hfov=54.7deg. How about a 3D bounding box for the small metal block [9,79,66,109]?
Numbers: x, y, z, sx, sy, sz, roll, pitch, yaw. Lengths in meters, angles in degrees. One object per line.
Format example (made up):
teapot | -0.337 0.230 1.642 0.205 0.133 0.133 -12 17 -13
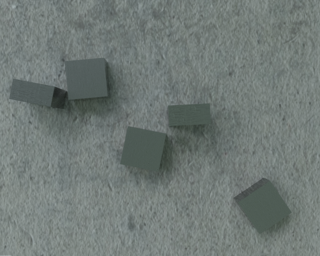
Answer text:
small metal block | -0.153 -0.042 0.395 0.050 0.050 0.025 11 90 -1

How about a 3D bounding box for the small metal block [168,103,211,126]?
small metal block | 0.036 -0.016 0.398 0.050 0.050 0.025 -3 90 -1

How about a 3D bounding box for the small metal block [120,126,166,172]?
small metal block | -0.022 0.027 0.410 0.050 0.025 0.050 11 90 -1

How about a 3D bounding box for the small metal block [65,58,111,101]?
small metal block | -0.094 -0.063 0.409 0.050 0.025 0.050 -5 90 -1

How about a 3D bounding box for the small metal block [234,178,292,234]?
small metal block | 0.136 0.103 0.412 0.050 0.025 0.050 -34 90 0
